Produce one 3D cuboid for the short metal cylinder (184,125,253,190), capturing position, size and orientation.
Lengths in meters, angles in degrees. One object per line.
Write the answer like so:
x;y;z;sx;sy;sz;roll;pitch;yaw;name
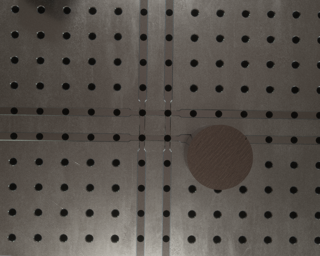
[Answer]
0.073;0.036;0.402;0.081;0.050;0.079;0;90;-1;short metal cylinder
